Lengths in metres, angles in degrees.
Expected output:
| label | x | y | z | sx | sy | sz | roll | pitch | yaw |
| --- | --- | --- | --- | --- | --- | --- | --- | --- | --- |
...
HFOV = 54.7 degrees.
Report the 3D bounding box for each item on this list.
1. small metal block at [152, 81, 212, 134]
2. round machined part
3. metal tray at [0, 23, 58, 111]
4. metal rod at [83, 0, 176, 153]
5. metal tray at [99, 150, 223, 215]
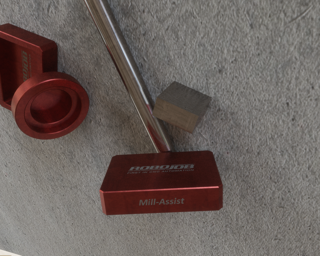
| label | x | y | z | sx | sy | sz | roll | pitch | yaw |
| --- | --- | --- | --- | --- | --- | --- | --- | --- | --- |
| small metal block | 0.026 | -0.026 | 0.360 | 0.050 | 0.050 | 0.025 | 26 | 127 | 12 |
| round machined part | -0.152 | -0.035 | 0.427 | 0.042 | 0.099 | 0.097 | 48 | 138 | 38 |
| metal tray | -0.198 | -0.076 | 0.457 | 0.090 | 0.030 | 0.129 | 23 | 127 | 13 |
| metal rod | -0.031 | -0.053 | 0.388 | 0.025 | 0.025 | 0.299 | -12 | 113 | 33 |
| metal tray | 0.003 | 0.062 | 0.369 | 0.131 | 0.090 | 0.030 | -3 | 111 | 2 |
